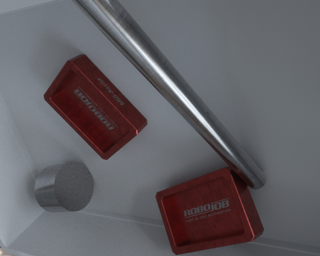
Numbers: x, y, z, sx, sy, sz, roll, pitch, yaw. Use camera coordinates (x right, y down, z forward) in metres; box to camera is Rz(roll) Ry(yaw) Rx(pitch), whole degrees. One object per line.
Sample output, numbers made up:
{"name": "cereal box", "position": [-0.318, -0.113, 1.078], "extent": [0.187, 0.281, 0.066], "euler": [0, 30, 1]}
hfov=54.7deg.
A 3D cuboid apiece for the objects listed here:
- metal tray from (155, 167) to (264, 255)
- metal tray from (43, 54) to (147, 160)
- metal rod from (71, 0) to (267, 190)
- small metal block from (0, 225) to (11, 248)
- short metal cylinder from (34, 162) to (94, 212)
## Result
{"name": "metal tray", "position": [0.060, 0.112, 0.415], "extent": [0.130, 0.030, 0.090], "euler": [-29, 73, 37]}
{"name": "metal tray", "position": [-0.092, -0.026, 0.435], "extent": [0.130, 0.030, 0.090], "euler": [47, 129, -5]}
{"name": "metal rod", "position": [0.032, -0.018, 0.301], "extent": [0.025, 0.025, 0.300], "euler": [-18, 135, 35]}
{"name": "small metal block", "position": [-0.420, 0.276, 0.799], "extent": [0.050, 0.025, 0.050], "euler": [8, 122, 23]}
{"name": "short metal cylinder", "position": [-0.158, 0.098, 0.515], "extent": [0.050, 0.080, 0.080], "euler": [-12, 112, 33]}
